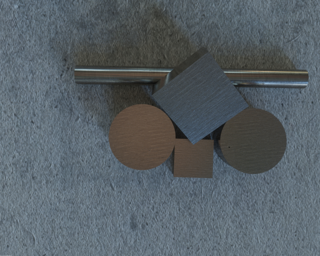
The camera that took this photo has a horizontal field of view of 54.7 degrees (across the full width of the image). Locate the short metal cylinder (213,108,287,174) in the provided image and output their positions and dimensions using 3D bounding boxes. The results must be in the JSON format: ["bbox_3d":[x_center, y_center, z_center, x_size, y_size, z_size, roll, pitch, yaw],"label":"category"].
[{"bbox_3d":[0.113,0.016,0.399,0.081,0.050,0.079,0,90,0],"label":"short metal cylinder"}]

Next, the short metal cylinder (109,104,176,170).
[{"bbox_3d":[-0.021,0.011,0.398,0.081,0.050,0.079,0,90,0],"label":"short metal cylinder"}]

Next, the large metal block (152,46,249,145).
[{"bbox_3d":[0.047,-0.041,0.381,0.080,0.050,0.080,-37,107,13],"label":"large metal block"}]

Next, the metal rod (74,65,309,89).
[{"bbox_3d":[0.041,-0.068,0.411,0.302,0.025,0.025,1,90,0],"label":"metal rod"}]

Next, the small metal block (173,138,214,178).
[{"bbox_3d":[0.044,0.039,0.412,0.050,0.025,0.050,2,90,0],"label":"small metal block"}]
